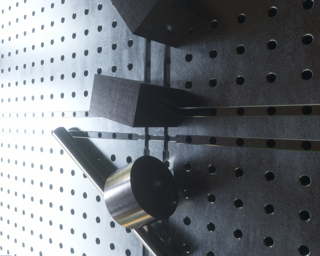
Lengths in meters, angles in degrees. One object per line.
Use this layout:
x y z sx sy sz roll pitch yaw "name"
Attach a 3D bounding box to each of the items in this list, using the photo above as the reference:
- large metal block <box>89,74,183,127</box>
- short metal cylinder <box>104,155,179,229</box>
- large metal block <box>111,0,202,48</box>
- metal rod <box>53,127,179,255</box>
-0.030 -0.034 0.396 0.080 0.081 0.050 18 101 38 "large metal block"
-0.023 0.081 0.390 0.050 0.081 0.080 -32 71 35 "short metal cylinder"
-0.008 -0.151 0.379 0.050 0.081 0.080 -45 63 30 "large metal block"
-0.083 0.090 0.474 0.300 0.025 0.025 40 114 32 "metal rod"
